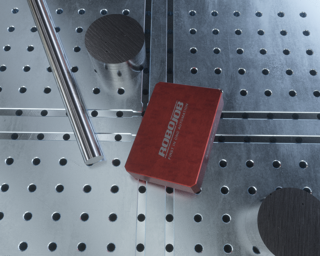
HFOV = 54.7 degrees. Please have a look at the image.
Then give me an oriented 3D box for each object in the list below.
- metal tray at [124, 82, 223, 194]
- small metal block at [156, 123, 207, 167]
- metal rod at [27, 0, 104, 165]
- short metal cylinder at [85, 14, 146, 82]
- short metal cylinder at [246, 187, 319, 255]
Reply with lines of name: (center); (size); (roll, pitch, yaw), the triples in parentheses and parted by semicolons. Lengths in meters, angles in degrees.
metal tray: (0.021, 0.007, 0.391); (0.090, 0.030, 0.130); (11, 67, 21)
small metal block: (0.028, 0.022, 0.404); (0.050, 0.025, 0.050); (-20, 71, -8)
metal rod: (-0.143, -0.088, 0.442); (0.025, 0.025, 0.299); (-22, 72, -8)
short metal cylinder: (-0.061, -0.112, 0.439); (0.081, 0.050, 0.080); (0, 70, 0)
short metal cylinder: (0.146, 0.113, 0.358); (0.081, 0.050, 0.080); (0, 70, 0)
